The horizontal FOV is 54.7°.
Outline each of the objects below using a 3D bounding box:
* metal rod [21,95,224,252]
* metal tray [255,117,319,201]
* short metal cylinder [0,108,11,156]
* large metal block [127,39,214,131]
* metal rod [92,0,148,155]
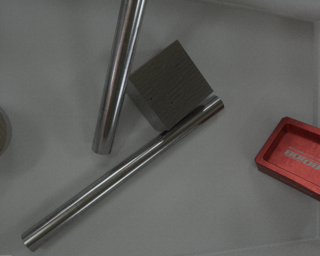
[{"bbox_3d":[-0.034,0.048,0.398,0.301,0.025,0.025,-36,102,-17],"label":"metal rod"},{"bbox_3d":[0.216,0.046,0.440,0.090,0.130,0.030,-52,141,-13],"label":"metal tray"},{"bbox_3d":[-0.201,0.004,0.323,0.081,0.050,0.079,0,90,-20],"label":"short metal cylinder"},{"bbox_3d":[0.007,-0.053,0.401,0.080,0.050,0.080,-41,103,-16],"label":"large metal block"},{"bbox_3d":[-0.033,-0.101,0.322,0.025,0.025,0.298,7,118,-20],"label":"metal rod"}]
